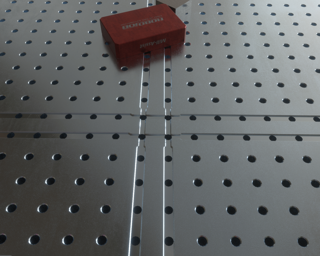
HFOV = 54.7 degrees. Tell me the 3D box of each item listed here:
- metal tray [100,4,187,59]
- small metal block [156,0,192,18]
[{"bbox_3d":[-0.030,-0.175,0.551,0.131,0.030,0.090,-19,53,-16],"label":"metal tray"},{"bbox_3d":[0.027,-0.242,0.612,0.050,0.025,0.050,34,57,25],"label":"small metal block"}]
